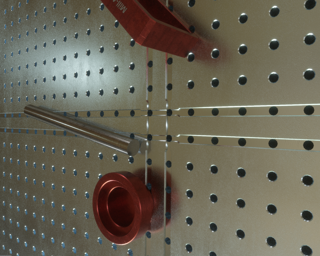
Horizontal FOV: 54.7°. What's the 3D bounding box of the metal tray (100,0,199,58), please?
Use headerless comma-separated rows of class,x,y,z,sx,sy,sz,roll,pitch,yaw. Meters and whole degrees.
metal tray,-0.021,-0.145,0.384,0.030,0.091,0.130,-52,60,28

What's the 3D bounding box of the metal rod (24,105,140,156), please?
metal rod,-0.151,-0.004,0.533,0.300,0.025,0.025,16,100,39

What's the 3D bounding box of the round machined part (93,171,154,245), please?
round machined part,-0.048,0.109,0.438,0.098,0.042,0.097,0,90,40
